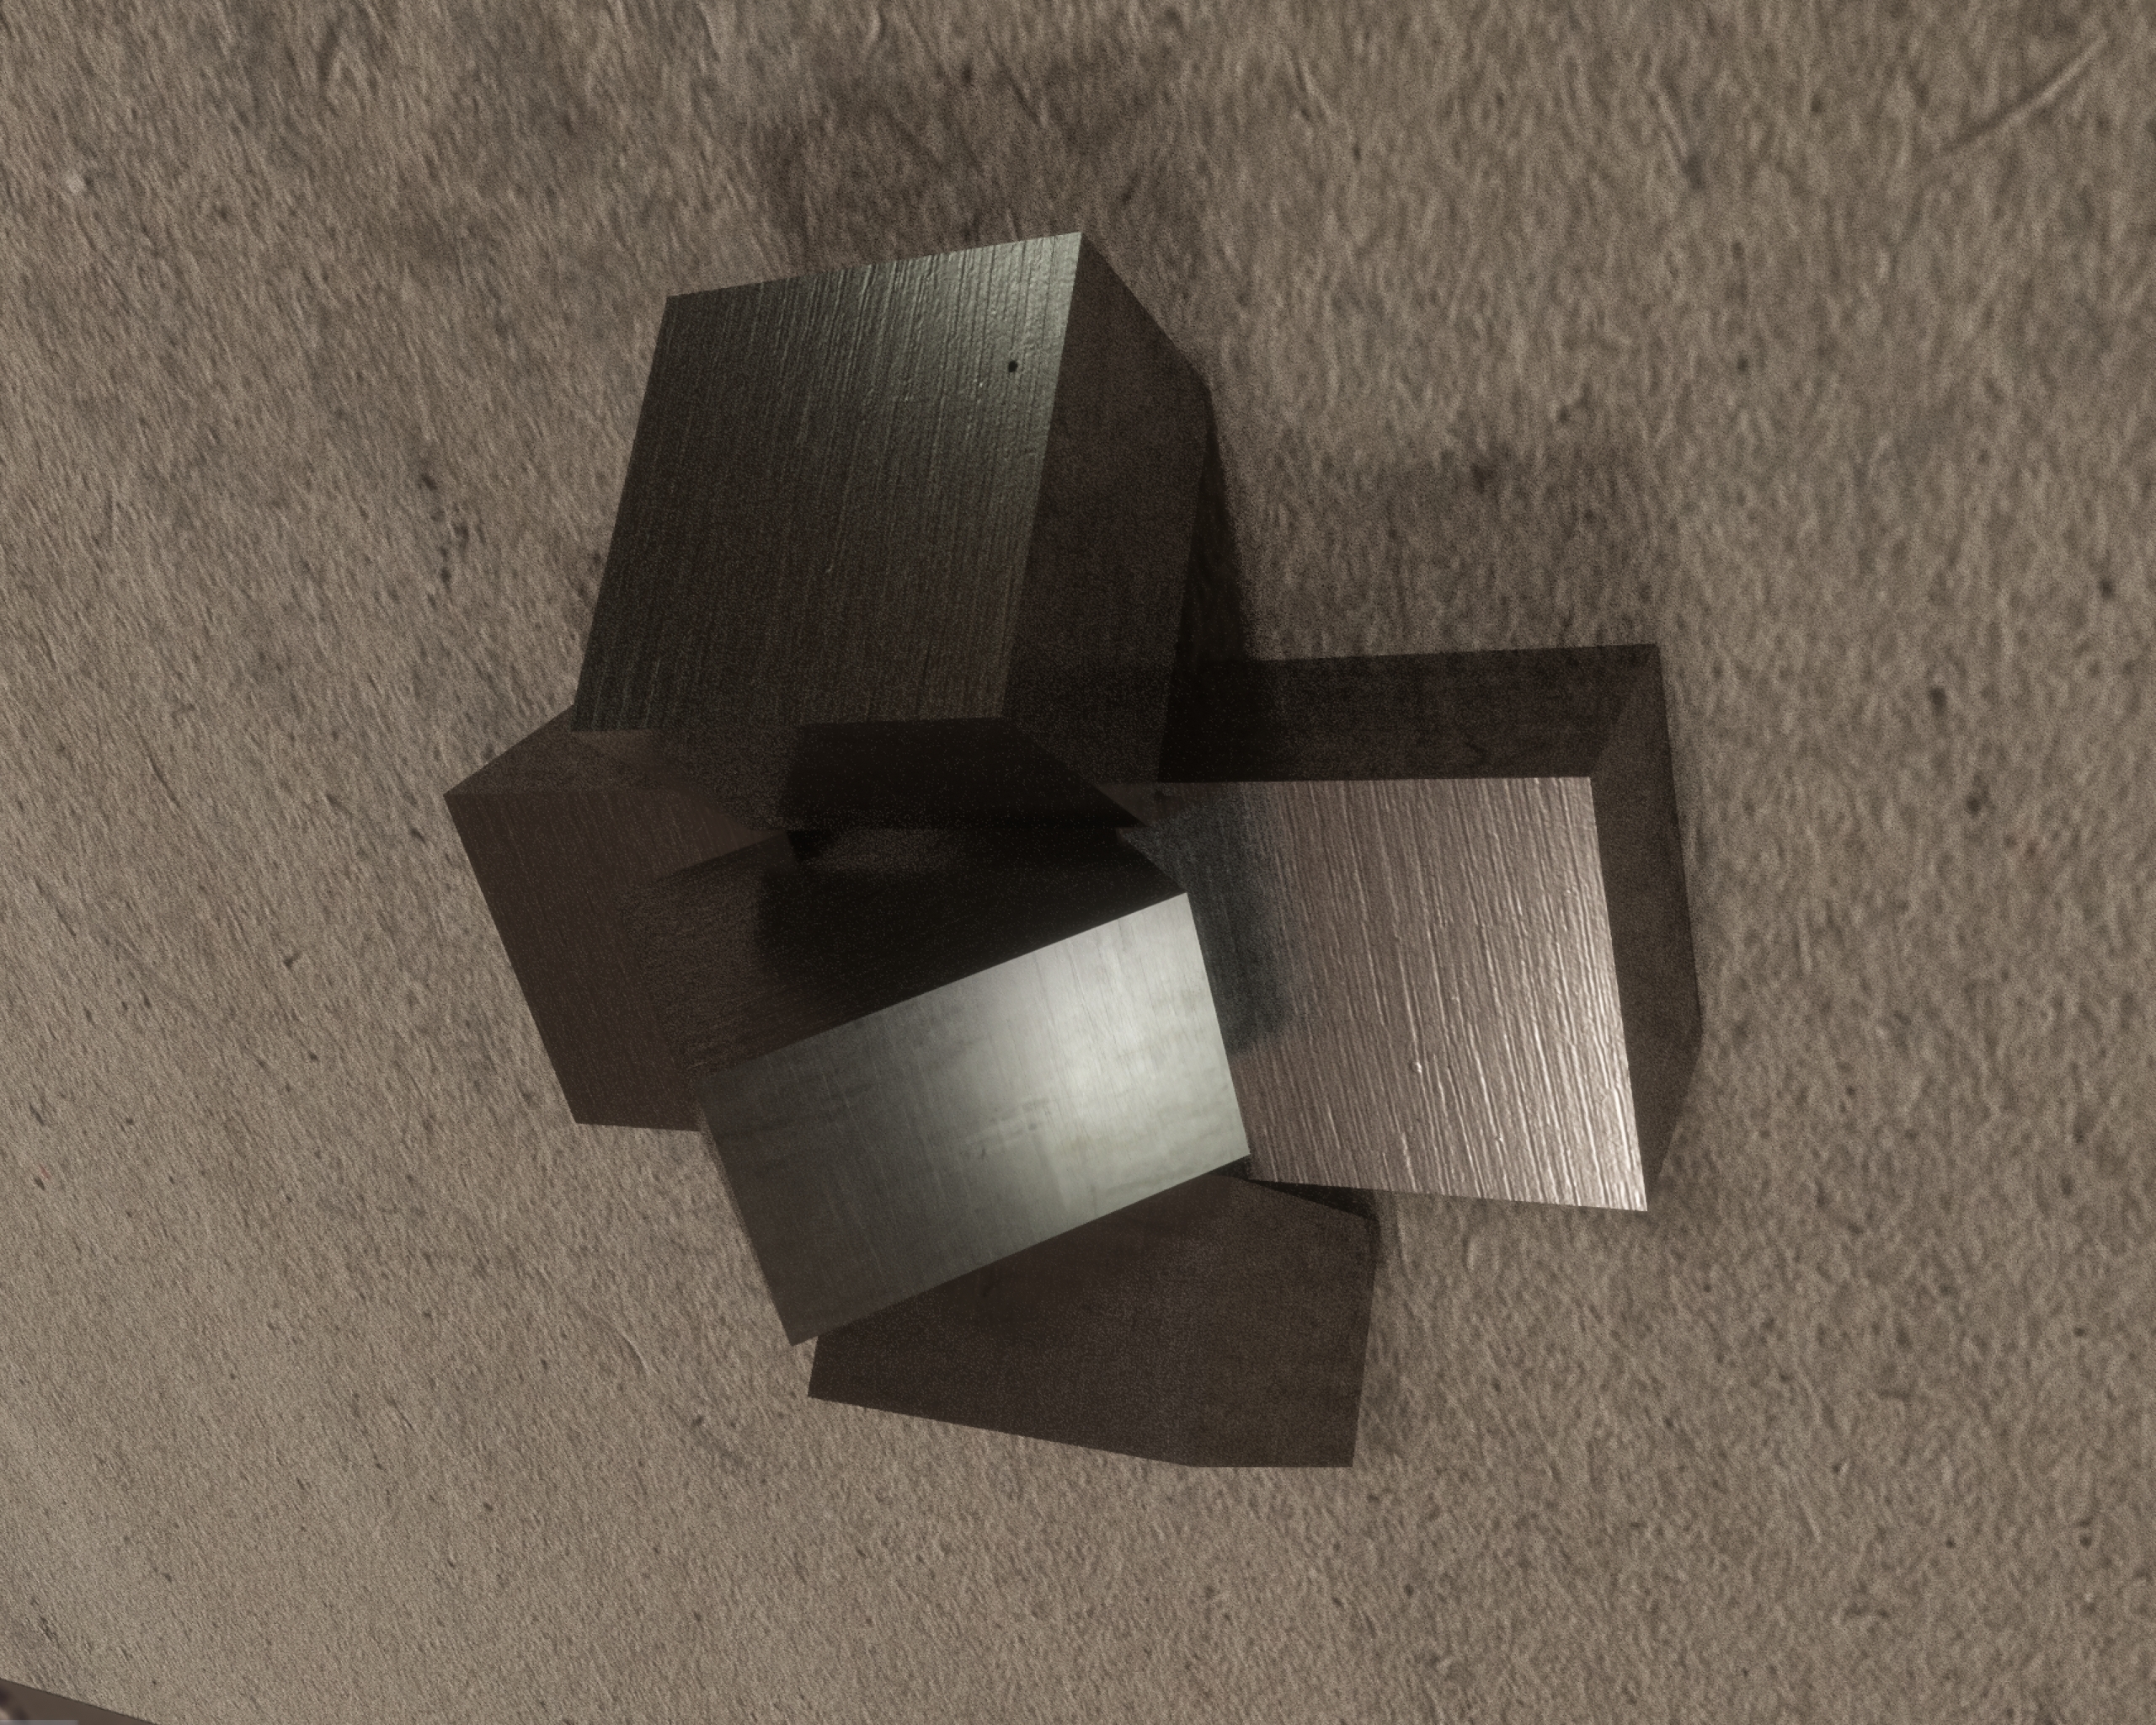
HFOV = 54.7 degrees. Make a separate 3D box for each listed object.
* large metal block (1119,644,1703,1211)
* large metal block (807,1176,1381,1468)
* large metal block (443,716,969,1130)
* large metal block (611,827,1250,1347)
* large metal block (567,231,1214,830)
[{"bbox_3d":[0.059,0.010,0.363,0.080,0.050,0.080,0,119,28],"label":"large metal block"},{"bbox_3d":[0.006,0.088,0.415,0.080,0.080,0.050,2,76,28],"label":"large metal block"},{"bbox_3d":[-0.072,0.009,0.434,0.080,0.050,0.080,0,118,28],"label":"large metal block"},{"bbox_3d":[-0.028,0.027,0.360,0.080,0.081,0.050,-137,29,-61],"label":"large metal block"},{"bbox_3d":[-0.029,-0.051,0.348,0.080,0.080,0.050,0,162,28],"label":"large metal block"}]
